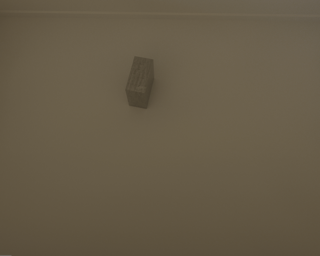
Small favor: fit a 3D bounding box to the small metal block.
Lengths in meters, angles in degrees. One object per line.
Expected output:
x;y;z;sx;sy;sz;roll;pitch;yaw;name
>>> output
-0.026;-0.060;0.418;0.025;0.050;0.050;11;71;4;small metal block
